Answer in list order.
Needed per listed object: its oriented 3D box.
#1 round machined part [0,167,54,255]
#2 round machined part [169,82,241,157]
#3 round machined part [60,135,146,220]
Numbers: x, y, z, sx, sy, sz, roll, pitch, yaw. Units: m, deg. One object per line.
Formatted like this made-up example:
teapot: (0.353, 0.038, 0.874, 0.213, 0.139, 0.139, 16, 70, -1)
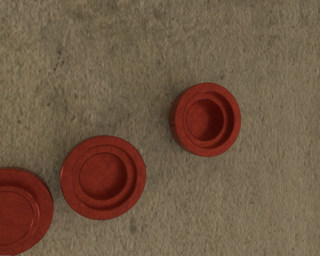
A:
round machined part: (-0.168, 0.093, 0.338, 0.099, 0.042, 0.097, 0, 90, -21)
round machined part: (0.057, -0.011, 0.422, 0.099, 0.042, 0.097, 0, 90, -21)
round machined part: (-0.070, 0.057, 0.375, 0.099, 0.042, 0.097, 0, 90, -21)
